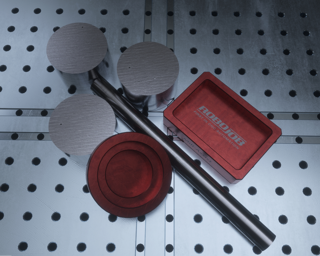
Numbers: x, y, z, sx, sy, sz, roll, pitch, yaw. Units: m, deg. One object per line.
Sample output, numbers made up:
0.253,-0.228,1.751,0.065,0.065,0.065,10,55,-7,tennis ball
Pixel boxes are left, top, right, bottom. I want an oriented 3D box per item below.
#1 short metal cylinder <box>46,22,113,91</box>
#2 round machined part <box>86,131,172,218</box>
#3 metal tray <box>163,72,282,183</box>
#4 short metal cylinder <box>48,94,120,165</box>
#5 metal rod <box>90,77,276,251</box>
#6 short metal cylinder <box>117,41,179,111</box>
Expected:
-0.110,-0.099,0.434,0.081,0.050,0.080,0,70,0,short metal cylinder
-0.039,0.054,0.371,0.099,0.042,0.097,1,85,-18,round machined part
0.079,-0.003,0.409,0.130,0.030,0.090,42,76,13,metal tray
-0.094,0.003,0.396,0.081,0.050,0.080,0,70,0,short metal cylinder
0.020,0.037,0.399,0.300,0.025,0.025,42,75,14,metal rod
-0.015,-0.070,0.423,0.081,0.050,0.080,0,70,0,short metal cylinder
